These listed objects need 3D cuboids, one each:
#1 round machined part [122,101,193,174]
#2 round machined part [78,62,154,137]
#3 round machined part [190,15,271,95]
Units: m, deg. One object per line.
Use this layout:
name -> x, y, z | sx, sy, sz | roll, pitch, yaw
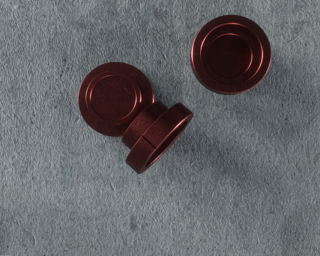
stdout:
round machined part -> -0.008, 0.006, 0.374 | 0.042, 0.098, 0.098 | 42, 90, 9
round machined part -> -0.057, -0.037, 0.401 | 0.099, 0.042, 0.097 | 0, 90, 0
round machined part -> 0.088, -0.091, 0.402 | 0.099, 0.042, 0.097 | 0, 90, 0
